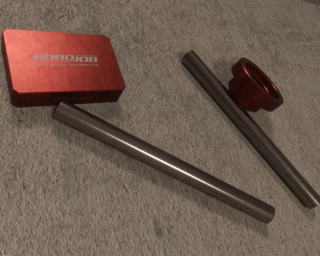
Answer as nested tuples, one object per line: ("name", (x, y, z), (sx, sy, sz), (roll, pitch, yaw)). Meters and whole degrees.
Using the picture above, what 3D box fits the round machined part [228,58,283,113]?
("round machined part", (0.150, -0.064, 0.503), (0.098, 0.042, 0.098), (31, 35, -24))

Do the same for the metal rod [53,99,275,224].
("metal rod", (0.014, 0.047, 0.384), (0.301, 0.025, 0.025), (28, 52, -11))

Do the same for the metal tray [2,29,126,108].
("metal tray", (-0.118, -0.074, 0.383), (0.131, 0.030, 0.090), (-7, 65, -31))

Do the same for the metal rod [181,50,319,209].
("metal rod", (0.138, -0.002, 0.481), (0.025, 0.025, 0.300), (-33, 81, -38))
